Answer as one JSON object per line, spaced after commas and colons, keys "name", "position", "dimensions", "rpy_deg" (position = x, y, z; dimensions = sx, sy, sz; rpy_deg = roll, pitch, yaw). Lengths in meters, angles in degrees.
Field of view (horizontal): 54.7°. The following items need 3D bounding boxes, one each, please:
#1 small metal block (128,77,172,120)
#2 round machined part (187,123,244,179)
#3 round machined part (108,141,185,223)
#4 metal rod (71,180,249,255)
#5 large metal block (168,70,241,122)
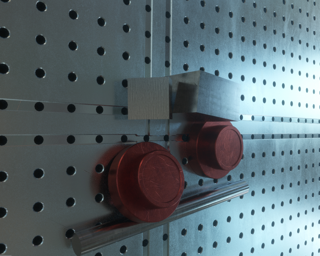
{"name": "small metal block", "position": [-0.012, -0.035, 0.380], "dimensions": [0.025, 0.050, 0.050], "rpy_deg": [-4, 94, -80]}
{"name": "round machined part", "position": [0.091, 0.029, 0.474], "dimensions": [0.099, 0.042, 0.097], "rpy_deg": [0, 90, -40]}
{"name": "round machined part", "position": [-0.009, 0.064, 0.375], "dimensions": [0.099, 0.042, 0.098], "rpy_deg": [14, 66, -35]}
{"name": "metal rod", "position": [0.025, 0.113, 0.430], "dimensions": [0.302, 0.025, 0.025], "rpy_deg": [-6, 94, -40]}
{"name": "large metal block", "position": [0.050, -0.038, 0.415], "dimensions": [0.081, 0.080, 0.050], "rpy_deg": [9, 85, -40]}
